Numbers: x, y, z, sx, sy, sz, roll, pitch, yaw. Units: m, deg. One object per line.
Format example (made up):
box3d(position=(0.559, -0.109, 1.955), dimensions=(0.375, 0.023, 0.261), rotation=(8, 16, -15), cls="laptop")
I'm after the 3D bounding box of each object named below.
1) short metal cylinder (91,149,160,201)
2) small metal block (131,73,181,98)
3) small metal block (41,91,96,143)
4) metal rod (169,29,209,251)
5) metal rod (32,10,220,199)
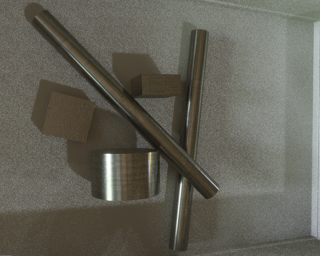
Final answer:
box3d(position=(-0.040, 0.052, 0.367), dimensions=(0.081, 0.080, 0.050), rotation=(-1, 91, -20), cls="short metal cylinder")
box3d(position=(-0.006, -0.053, 0.396), dimensions=(0.050, 0.050, 0.025), rotation=(-2, 91, -20), cls="small metal block")
box3d(position=(-0.109, -0.012, 0.371), dimensions=(0.050, 0.025, 0.050), rotation=(14, 85, -20), cls="small metal block")
box3d(position=(0.040, 0.015, 0.426), dimensions=(0.025, 0.025, 0.298), rotation=(7, 88, -20), cls="metal rod")
box3d(position=(-0.036, -0.022, 0.382), dimensions=(0.300, 0.025, 0.025), rotation=(46, 76, -9), cls="metal rod")
